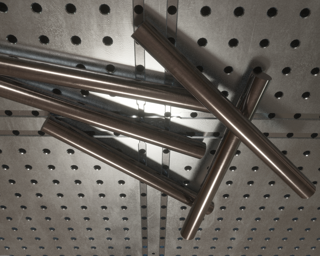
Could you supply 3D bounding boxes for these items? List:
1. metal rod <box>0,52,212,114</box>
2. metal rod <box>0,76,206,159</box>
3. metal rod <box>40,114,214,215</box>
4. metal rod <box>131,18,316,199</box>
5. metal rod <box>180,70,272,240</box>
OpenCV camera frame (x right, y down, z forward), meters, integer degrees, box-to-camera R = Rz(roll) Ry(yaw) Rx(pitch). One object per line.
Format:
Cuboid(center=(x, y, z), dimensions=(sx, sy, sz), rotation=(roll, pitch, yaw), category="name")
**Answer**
Cuboid(center=(-0.077, -0.055, 0.363), dimensions=(0.302, 0.025, 0.025), rotation=(10, 129, -9), category="metal rod")
Cuboid(center=(-0.078, -0.013, 0.399), dimensions=(0.302, 0.025, 0.025), rotation=(18, 128, -16), category="metal rod")
Cuboid(center=(-0.033, 0.064, 0.465), dimensions=(0.301, 0.025, 0.025), rotation=(32, 123, -25), category="metal rod")
Cuboid(center=(0.086, -0.011, 0.367), dimensions=(0.300, 0.025, 0.025), rotation=(41, 119, -17), category="metal rod")
Cuboid(center=(0.083, 0.058, 0.442), dimensions=(0.025, 0.025, 0.298), rotation=(11, 123, -9), category="metal rod")
